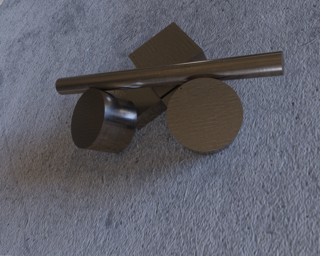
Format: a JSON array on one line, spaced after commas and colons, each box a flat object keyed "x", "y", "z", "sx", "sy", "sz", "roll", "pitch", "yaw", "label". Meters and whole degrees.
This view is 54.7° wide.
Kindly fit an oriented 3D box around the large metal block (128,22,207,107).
[{"x": 0.014, "y": -0.089, "z": 0.434, "sx": 0.080, "sy": 0.050, "sz": 0.080, "roll": -36, "pitch": 51, "yaw": 4, "label": "large metal block"}]

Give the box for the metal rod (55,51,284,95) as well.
[{"x": -0.009, "y": -0.063, "z": 0.382, "sx": 0.300, "sy": 0.025, "sz": 0.025, "roll": -1, "pitch": 61, "yaw": 27, "label": "metal rod"}]

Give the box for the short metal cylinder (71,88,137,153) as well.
[{"x": -0.076, "y": -0.008, "z": 0.416, "sx": 0.080, "sy": 0.050, "sz": 0.080, "roll": -14, "pitch": 69, "yaw": 44, "label": "short metal cylinder"}]

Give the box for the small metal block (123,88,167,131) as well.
[{"x": -0.025, "y": -0.033, "z": 0.439, "sx": 0.050, "sy": 0.025, "sz": 0.050, "roll": -36, "pitch": 51, "yaw": 2, "label": "small metal block"}]

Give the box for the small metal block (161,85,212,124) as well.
[{"x": 0.038, "y": -0.031, "z": 0.404, "sx": 0.050, "sy": 0.025, "sz": 0.050, "roll": -37, "pitch": 51, "yaw": 3, "label": "small metal block"}]

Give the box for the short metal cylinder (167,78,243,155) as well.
[{"x": 0.051, "y": -0.011, "z": 0.351, "sx": 0.080, "sy": 0.050, "sz": 0.080, "roll": -2, "pitch": 81, "yaw": 10, "label": "short metal cylinder"}]
